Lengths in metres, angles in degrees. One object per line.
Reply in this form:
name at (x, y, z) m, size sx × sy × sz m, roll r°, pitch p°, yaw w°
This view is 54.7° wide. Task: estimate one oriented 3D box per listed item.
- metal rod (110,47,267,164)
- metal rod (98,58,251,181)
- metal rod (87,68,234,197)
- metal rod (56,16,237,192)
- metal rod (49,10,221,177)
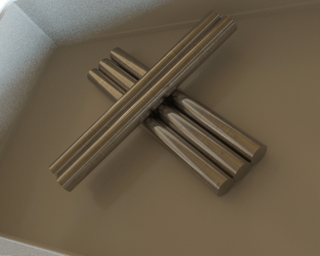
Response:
metal rod at (0.017, -0.047, 0.424) m, size 0.025 × 0.025 × 0.300 m, roll -46°, pitch 51°, yaw -4°
metal rod at (-0.002, -0.029, 0.422) m, size 0.025 × 0.025 × 0.300 m, roll -47°, pitch 51°, yaw -4°
metal rod at (-0.020, -0.012, 0.422) m, size 0.025 × 0.025 × 0.300 m, roll -47°, pitch 51°, yaw -4°
metal rod at (-0.014, -0.033, 0.400) m, size 0.300 × 0.025 × 0.025 m, roll -44°, pitch 51°, yaw -3°
metal rod at (-0.030, -0.046, 0.416) m, size 0.300 × 0.025 × 0.025 m, roll -44°, pitch 51°, yaw -3°
